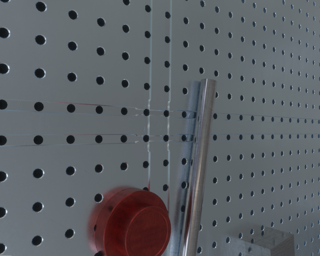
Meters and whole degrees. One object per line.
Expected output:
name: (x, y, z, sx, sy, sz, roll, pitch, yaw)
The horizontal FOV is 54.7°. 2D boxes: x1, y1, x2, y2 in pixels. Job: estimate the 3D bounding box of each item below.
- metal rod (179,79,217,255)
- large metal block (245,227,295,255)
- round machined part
metal rod: (0.054, 0.075, 0.455, 0.025, 0.025, 0.298, 13, 82, -39)
large metal block: (0.201, 0.238, 0.563, 0.081, 0.050, 0.079, -7, 95, -40)
round machined part: (-0.025, 0.126, 0.378, 0.099, 0.042, 0.097, 0, 90, -40)
